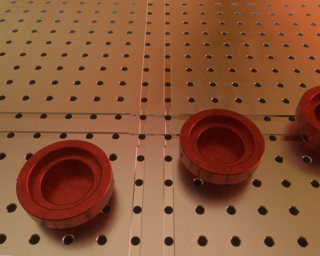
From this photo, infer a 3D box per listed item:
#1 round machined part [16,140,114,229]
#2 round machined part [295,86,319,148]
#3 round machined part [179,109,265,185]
[{"bbox_3d":[-0.100,0.064,0.342,0.099,0.042,0.098,0,50,0],"label":"round machined part"},{"bbox_3d":[0.228,-0.008,0.406,0.099,0.042,0.098,0,50,0],"label":"round machined part"},{"bbox_3d":[0.072,0.026,0.376,0.099,0.042,0.098,0,50,0],"label":"round machined part"}]
